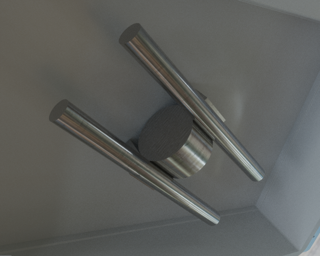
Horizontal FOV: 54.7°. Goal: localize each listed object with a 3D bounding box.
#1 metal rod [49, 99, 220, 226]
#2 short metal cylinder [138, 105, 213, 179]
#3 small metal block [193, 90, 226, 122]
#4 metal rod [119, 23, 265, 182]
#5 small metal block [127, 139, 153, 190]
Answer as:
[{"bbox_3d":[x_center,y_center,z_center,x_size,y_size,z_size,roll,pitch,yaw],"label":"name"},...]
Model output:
[{"bbox_3d":[-0.006,0.061,0.379,0.025,0.025,0.300,-46,129,3],"label":"metal rod"},{"bbox_3d":[0.020,0.018,0.394,0.080,0.080,0.050,-45,130,3],"label":"short metal cylinder"},{"bbox_3d":[0.051,-0.026,0.403,0.025,0.050,0.050,-45,130,3],"label":"small metal block"},{"bbox_3d":[0.059,-0.007,0.372,0.025,0.025,0.300,-46,130,3],"label":"metal rod"},{"bbox_3d":[-0.024,0.049,0.409,0.025,0.050,0.050,-45,130,3],"label":"small metal block"}]
